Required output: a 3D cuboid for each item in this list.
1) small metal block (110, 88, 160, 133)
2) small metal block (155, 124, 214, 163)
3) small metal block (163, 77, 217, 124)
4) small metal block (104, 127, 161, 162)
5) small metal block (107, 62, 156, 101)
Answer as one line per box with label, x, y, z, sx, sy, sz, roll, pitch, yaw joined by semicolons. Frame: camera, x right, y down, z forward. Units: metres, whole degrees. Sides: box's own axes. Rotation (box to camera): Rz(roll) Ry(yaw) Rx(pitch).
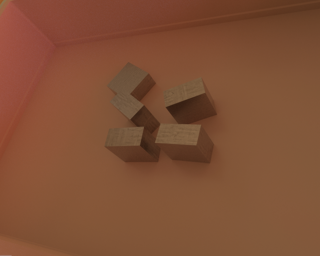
small metal block;-0.033;-0.020;0.418;0.025;0.050;0.050;-47;52;-5
small metal block;0.030;0.018;0.362;0.050;0.050;0.025;2;63;29
small metal block;0.038;-0.031;0.388;0.050;0.050;0.025;-19;55;17
small metal block;-0.033;0.022;0.392;0.050;0.050;0.025;-3;61;26
small metal block;-0.043;-0.066;0.467;0.050;0.025;0.050;-49;52;-7
